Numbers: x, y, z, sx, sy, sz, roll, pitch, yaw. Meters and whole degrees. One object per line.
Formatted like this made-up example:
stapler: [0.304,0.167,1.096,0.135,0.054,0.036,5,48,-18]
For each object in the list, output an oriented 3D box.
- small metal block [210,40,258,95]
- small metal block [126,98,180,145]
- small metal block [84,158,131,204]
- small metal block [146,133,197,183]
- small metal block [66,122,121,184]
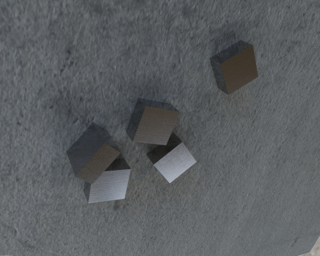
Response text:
small metal block: [0.100,-0.081,0.414,0.050,0.025,0.050,-31,129,-8]
small metal block: [-0.010,-0.007,0.399,0.050,0.025,0.050,8,114,-32]
small metal block: [-0.071,0.070,0.413,0.050,0.025,0.050,-1,119,-28]
small metal block: [0.017,0.044,0.445,0.050,0.025,0.050,-38,130,-3]
small metal block: [-0.080,0.029,0.366,0.050,0.050,0.025,-48,129,5]
